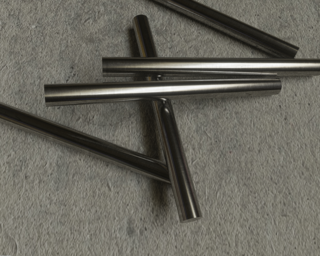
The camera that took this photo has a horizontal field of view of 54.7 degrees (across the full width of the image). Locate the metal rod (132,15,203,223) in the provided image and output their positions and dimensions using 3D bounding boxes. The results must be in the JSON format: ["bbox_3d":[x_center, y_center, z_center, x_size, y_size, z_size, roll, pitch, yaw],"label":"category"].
[{"bbox_3d":[0.002,-0.030,0.402,0.025,0.025,0.299,-12,64,-4],"label":"metal rod"}]

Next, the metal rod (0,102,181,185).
[{"bbox_3d":[-0.114,0.014,0.402,0.301,0.025,0.025,19,71,7],"label":"metal rod"}]

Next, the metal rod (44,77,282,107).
[{"bbox_3d":[0.018,-0.047,0.385,0.302,0.025,0.025,-5,70,-18],"label":"metal rod"}]

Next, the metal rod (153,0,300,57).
[{"bbox_3d":[0.064,-0.175,0.472,0.301,0.025,0.025,28,73,9],"label":"metal rod"}]

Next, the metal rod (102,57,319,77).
[{"bbox_3d":[0.077,-0.081,0.413,0.302,0.025,0.025,-2,70,-11],"label":"metal rod"}]
